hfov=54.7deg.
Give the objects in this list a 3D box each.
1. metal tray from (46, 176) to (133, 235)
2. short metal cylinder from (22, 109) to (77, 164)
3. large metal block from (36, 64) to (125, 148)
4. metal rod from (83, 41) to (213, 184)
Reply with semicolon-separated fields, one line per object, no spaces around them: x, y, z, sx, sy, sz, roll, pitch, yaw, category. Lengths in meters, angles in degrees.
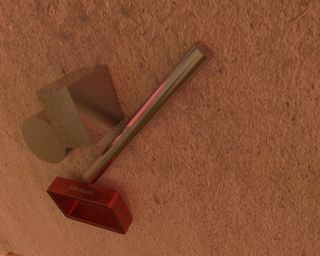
-0.120;0.133;0.532;0.130;0.030;0.090;7;136;24;metal tray
-0.163;0.008;0.479;0.080;0.050;0.079;13;124;20;short metal cylinder
-0.098;-0.029;0.403;0.050;0.080;0.080;-3;117;29;large metal block
-0.035;-0.001;0.422;0.025;0.025;0.298;43;129;-2;metal rod
